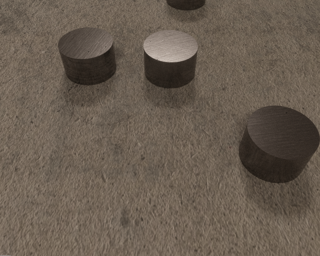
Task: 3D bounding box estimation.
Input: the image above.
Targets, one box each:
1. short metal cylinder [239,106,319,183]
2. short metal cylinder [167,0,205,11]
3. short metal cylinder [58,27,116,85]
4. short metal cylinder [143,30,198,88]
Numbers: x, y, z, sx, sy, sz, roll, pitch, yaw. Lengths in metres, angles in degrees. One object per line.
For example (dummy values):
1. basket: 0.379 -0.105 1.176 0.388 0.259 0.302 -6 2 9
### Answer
1. short metal cylinder: 0.141 0.019 0.373 0.081 0.050 0.080 0 50 0
2. short metal cylinder: 0.054 -0.281 0.624 0.081 0.050 0.080 0 50 0
3. short metal cylinder: -0.111 -0.112 0.479 0.081 0.050 0.080 0 50 0
4. short metal cylinder: 0.016 -0.106 0.477 0.081 0.050 0.080 0 50 0
